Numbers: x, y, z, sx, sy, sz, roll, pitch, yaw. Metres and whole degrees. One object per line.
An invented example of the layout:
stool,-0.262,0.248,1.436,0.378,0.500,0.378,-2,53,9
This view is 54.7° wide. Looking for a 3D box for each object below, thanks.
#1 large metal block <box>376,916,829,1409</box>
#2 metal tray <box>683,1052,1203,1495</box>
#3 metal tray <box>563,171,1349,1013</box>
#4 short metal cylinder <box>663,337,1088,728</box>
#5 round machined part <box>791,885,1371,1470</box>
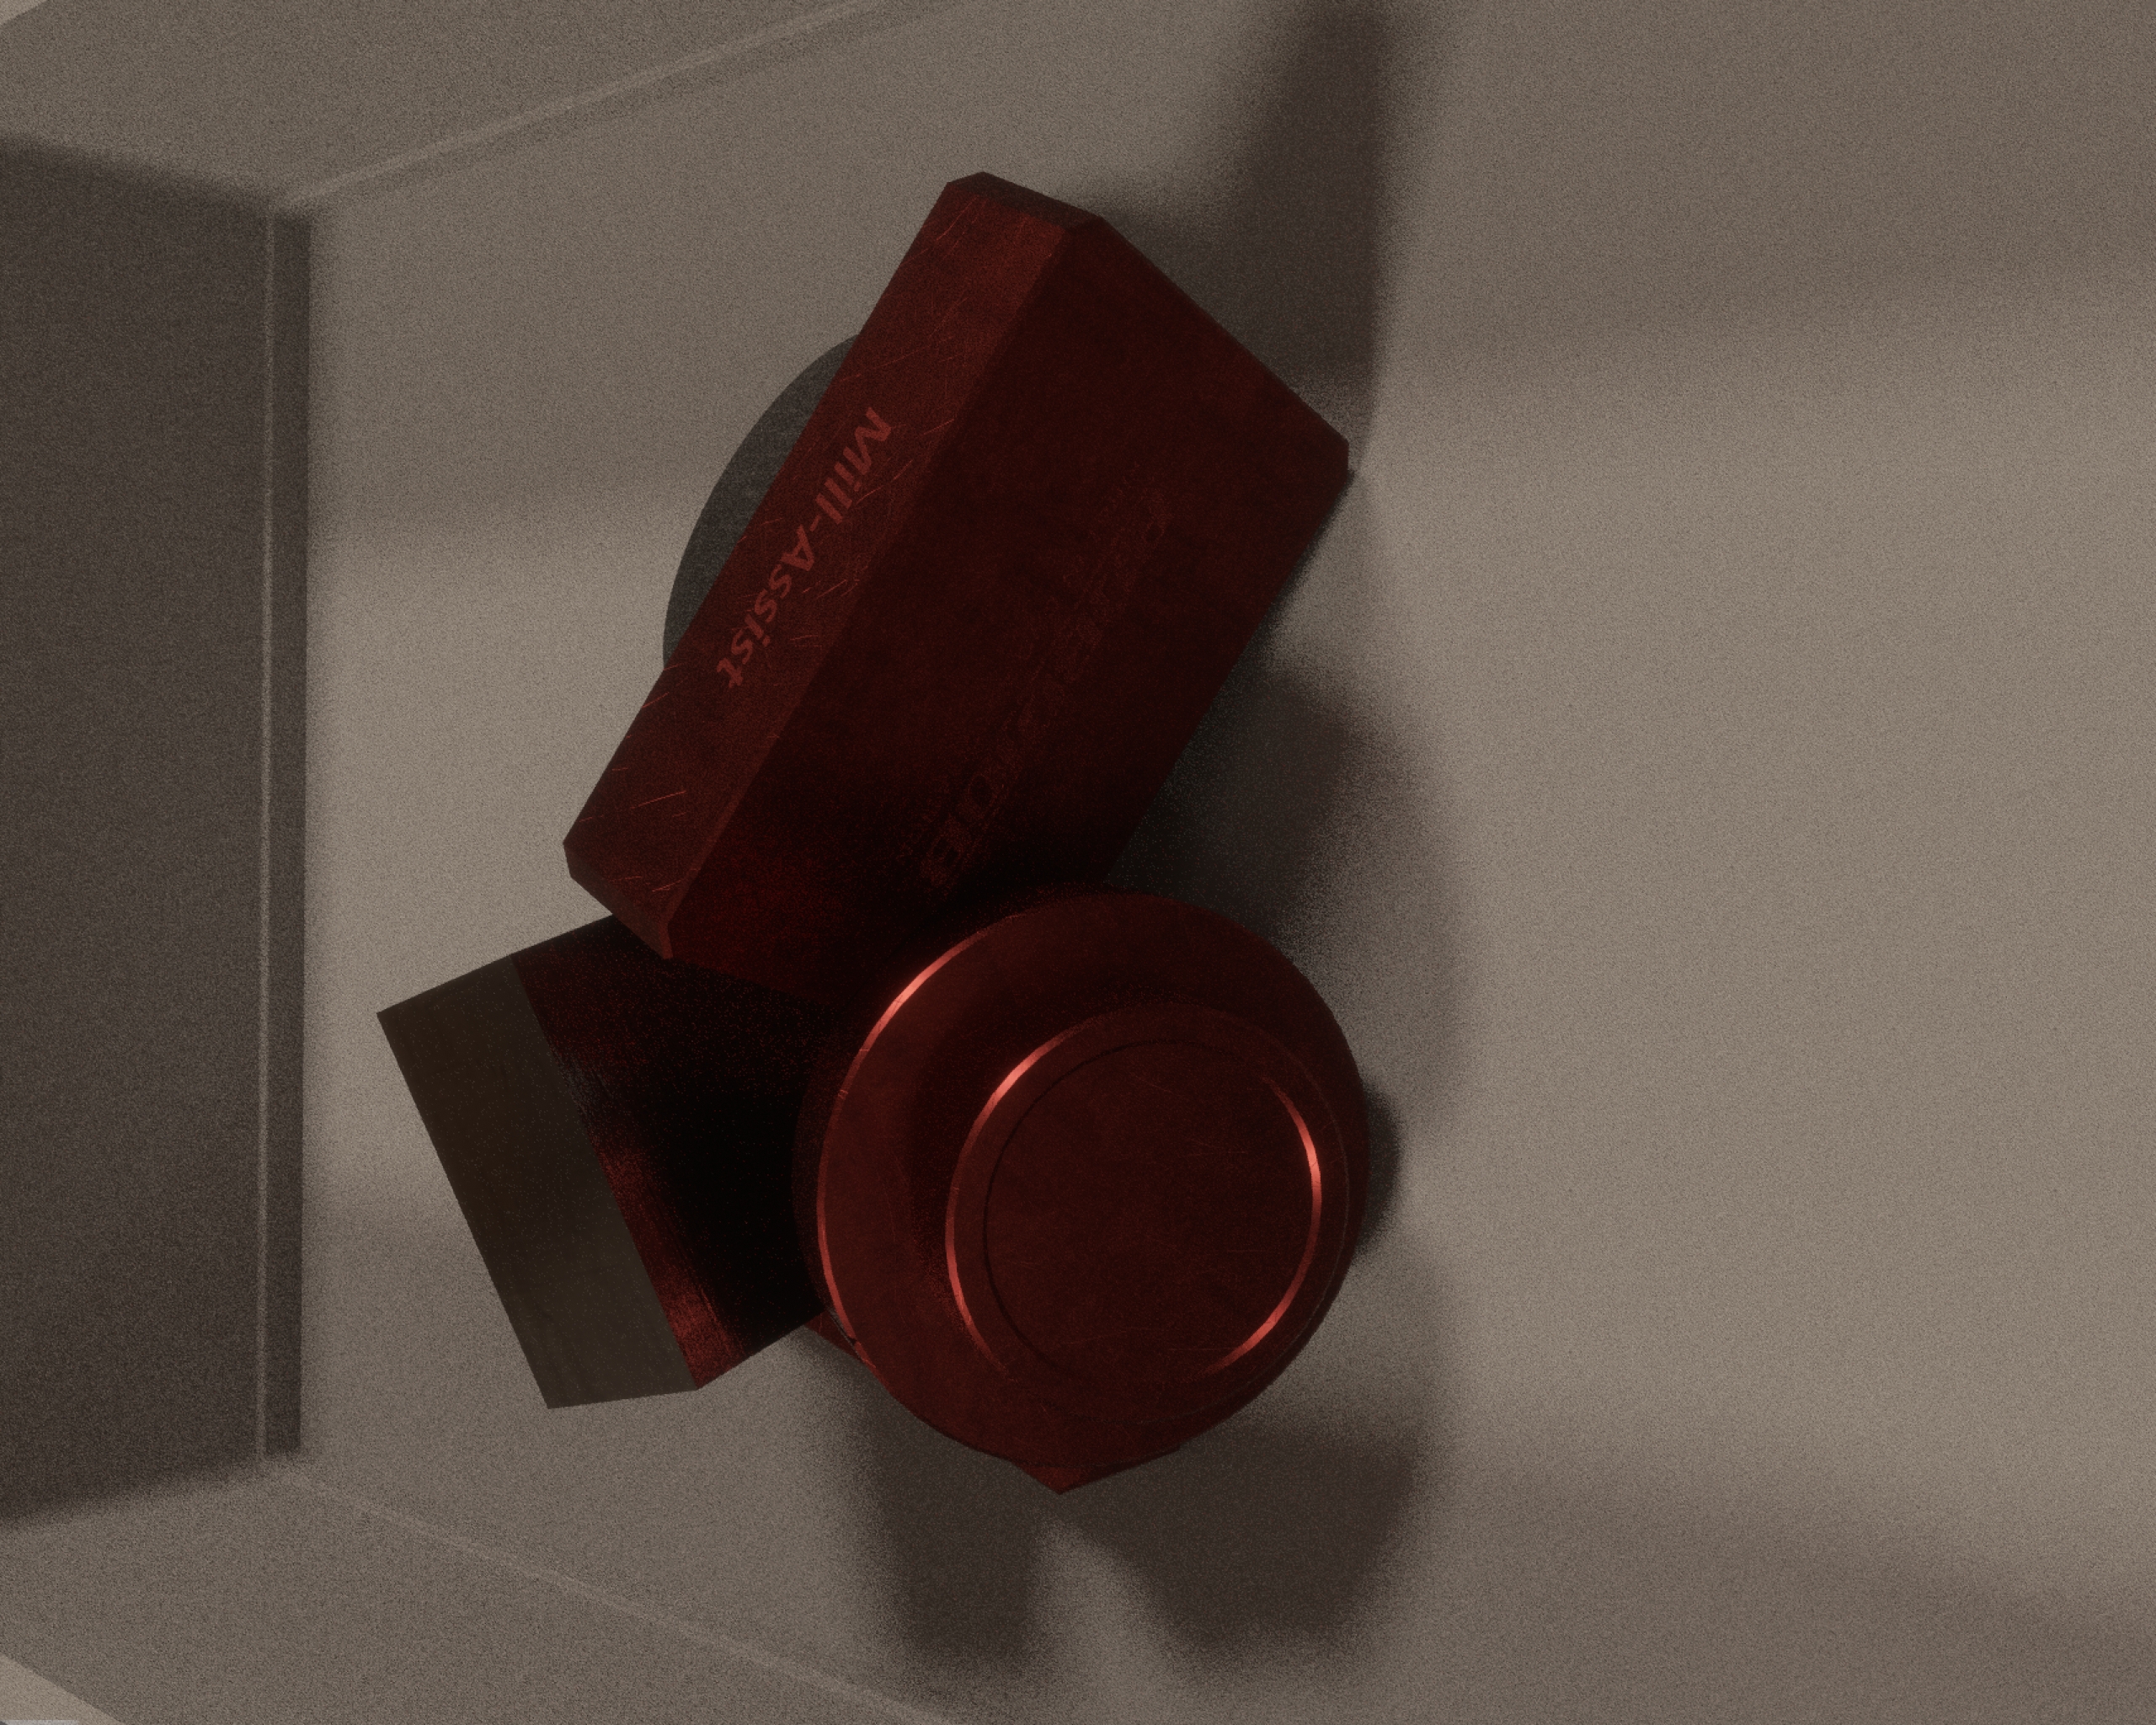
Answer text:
large metal block,-0.071,0.046,0.395,0.050,0.081,0.080,-20,93,44
metal tray,-0.028,0.055,0.422,0.130,0.030,0.089,22,104,37
metal tray,-0.017,-0.036,0.354,0.030,0.090,0.130,34,95,38
short metal cylinder,-0.034,-0.053,0.395,0.080,0.050,0.080,-30,46,37
round machined part,0.005,0.054,0.347,0.042,0.099,0.097,-165,79,-69
